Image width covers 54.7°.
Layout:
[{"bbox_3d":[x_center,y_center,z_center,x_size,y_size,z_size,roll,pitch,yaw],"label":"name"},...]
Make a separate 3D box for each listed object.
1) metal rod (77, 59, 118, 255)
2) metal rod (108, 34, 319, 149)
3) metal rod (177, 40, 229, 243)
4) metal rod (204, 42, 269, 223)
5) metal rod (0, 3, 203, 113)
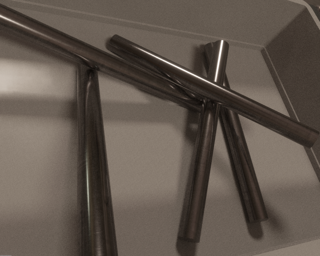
[{"bbox_3d":[-0.065,0.005,0.293,0.025,0.025,0.300,11,33,-23],"label":"metal rod"},{"bbox_3d":[0.063,-0.054,0.418,0.301,0.025,0.025,28,50,12],"label":"metal rod"},{"bbox_3d":[0.064,-0.002,0.419,0.025,0.025,0.300,23,61,-15],"label":"metal rod"},{"bbox_3d":[0.109,-0.010,0.472,0.025,0.025,0.299,6,59,-26],"label":"metal rod"},{"bbox_3d":[-0.057,-0.076,0.382,0.302,0.025,0.025,19,53,-33],"label":"metal rod"}]
